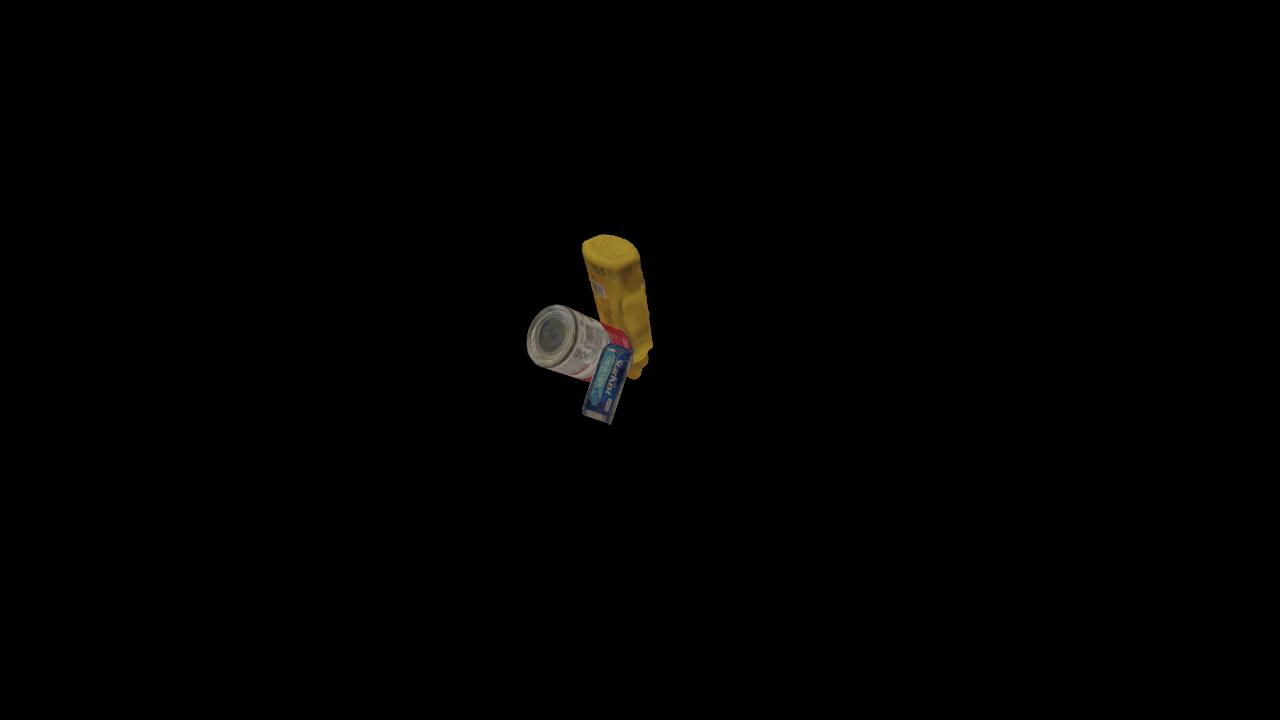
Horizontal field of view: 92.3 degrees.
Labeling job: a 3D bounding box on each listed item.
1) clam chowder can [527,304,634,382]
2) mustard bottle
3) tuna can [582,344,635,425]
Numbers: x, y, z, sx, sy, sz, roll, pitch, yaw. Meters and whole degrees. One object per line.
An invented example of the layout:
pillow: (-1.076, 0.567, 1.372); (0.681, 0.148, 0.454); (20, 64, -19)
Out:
clam chowder can: (-0.062, -0.013, 0.652); (0.068, 0.068, 0.102); (0, -12, 34)
mustard bottle: (-0.021, -0.051, 0.732); (0.054, 0.184, 0.092); (-30, 41, -24)
tuna can: (-0.033, 0.024, 0.652); (0.034, 0.084, 0.084); (19, 0, -1)
